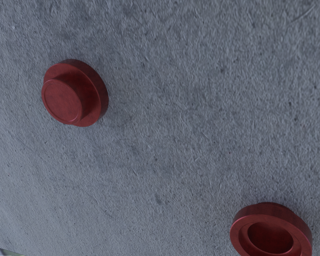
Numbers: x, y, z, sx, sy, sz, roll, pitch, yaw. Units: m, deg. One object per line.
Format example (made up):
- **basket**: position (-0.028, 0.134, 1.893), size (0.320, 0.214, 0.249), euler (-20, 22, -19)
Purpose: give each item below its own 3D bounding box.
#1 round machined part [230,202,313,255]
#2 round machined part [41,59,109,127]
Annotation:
- **round machined part**: position (0.145, 0.136, 0.404), size (0.098, 0.042, 0.097), euler (13, 124, 21)
- **round machined part**: position (-0.125, -0.043, 0.435), size (0.098, 0.042, 0.097), euler (13, 124, 21)
